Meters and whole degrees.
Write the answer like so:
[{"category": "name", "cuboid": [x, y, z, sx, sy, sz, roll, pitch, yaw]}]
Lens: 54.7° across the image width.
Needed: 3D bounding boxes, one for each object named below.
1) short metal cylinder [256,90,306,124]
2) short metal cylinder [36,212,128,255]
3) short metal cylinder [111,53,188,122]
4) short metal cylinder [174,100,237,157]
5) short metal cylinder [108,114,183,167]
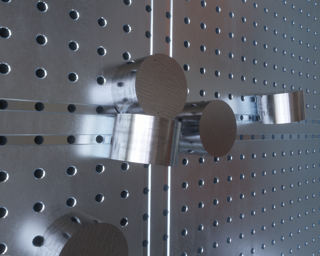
[{"category": "short metal cylinder", "cuboid": [0.216, -0.039, 0.553, 0.081, 0.080, 0.050, -14, 99, -39]}, {"category": "short metal cylinder", "cuboid": [-0.081, 0.134, 0.325, 0.081, 0.050, 0.079, 0, 90, -40]}, {"category": "short metal cylinder", "cuboid": [-0.012, -0.047, 0.382, 0.081, 0.050, 0.079, 0, 90, -40]}, {"category": "short metal cylinder", "cuboid": [0.066, 0.000, 0.448, 0.081, 0.050, 0.079, 0, 90, -40]}, {"category": "short metal cylinder", "cuboid": [-0.017, 0.015, 0.359, 0.081, 0.080, 0.050, 12, 83, -39]}]
